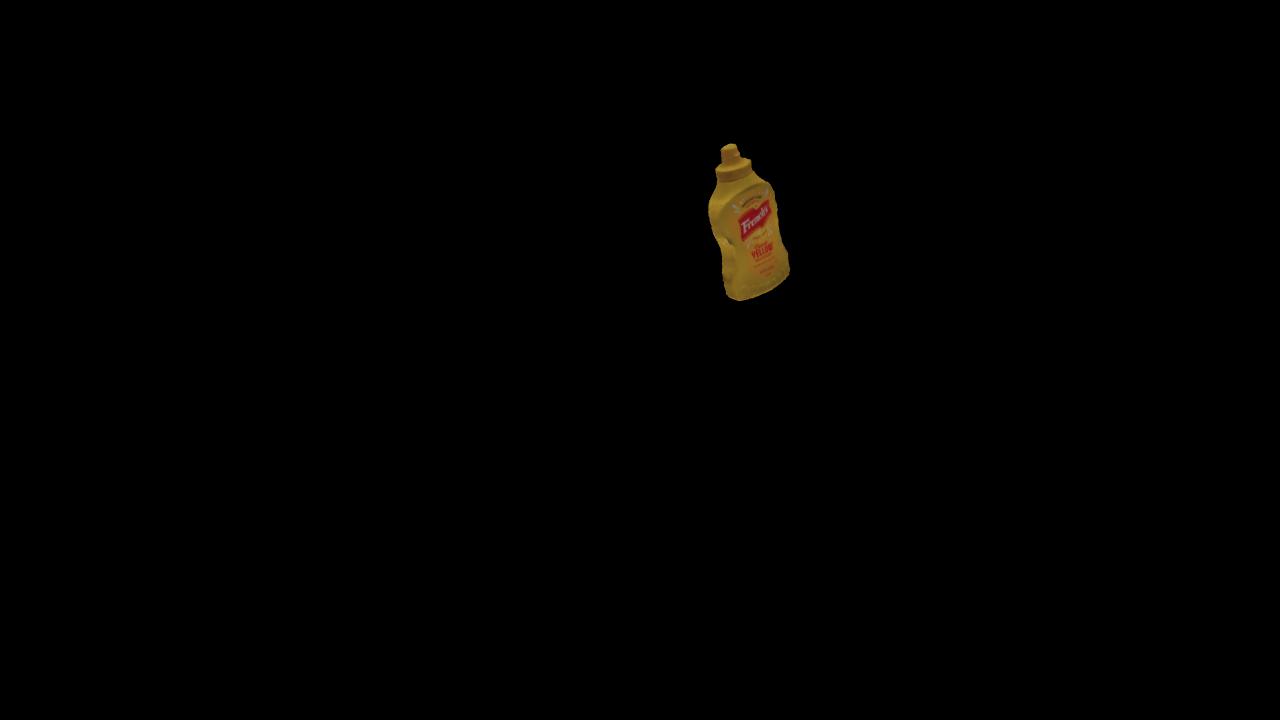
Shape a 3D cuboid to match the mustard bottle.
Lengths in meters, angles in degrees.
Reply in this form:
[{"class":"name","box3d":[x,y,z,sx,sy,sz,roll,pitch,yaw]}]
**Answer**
[{"class":"mustard bottle","box3d":[0.127,-0.171,0.748,0.092,0.184,0.054,-26,30,-13]}]
